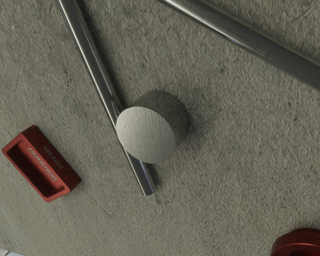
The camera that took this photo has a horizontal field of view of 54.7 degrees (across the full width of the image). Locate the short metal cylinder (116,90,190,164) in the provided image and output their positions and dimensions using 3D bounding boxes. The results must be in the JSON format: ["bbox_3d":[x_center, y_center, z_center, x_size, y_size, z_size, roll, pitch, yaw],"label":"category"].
[{"bbox_3d":[-0.008,-0.002,0.394,0.080,0.050,0.079,13,124,21],"label":"short metal cylinder"}]

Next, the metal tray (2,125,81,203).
[{"bbox_3d":[-0.214,0.068,0.558,0.090,0.030,0.130,-29,103,37],"label":"metal tray"}]

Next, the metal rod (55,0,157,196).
[{"bbox_3d":[-0.066,-0.034,0.420,0.025,0.025,0.299,-8,115,31],"label":"metal rod"}]

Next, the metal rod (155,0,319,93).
[{"bbox_3d":[0.069,-0.100,0.308,0.301,0.025,0.025,32,129,7],"label":"metal rod"}]

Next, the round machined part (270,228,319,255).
[{"bbox_3d":[0.195,0.168,0.397,0.098,0.042,0.097,13,124,21],"label":"round machined part"}]
